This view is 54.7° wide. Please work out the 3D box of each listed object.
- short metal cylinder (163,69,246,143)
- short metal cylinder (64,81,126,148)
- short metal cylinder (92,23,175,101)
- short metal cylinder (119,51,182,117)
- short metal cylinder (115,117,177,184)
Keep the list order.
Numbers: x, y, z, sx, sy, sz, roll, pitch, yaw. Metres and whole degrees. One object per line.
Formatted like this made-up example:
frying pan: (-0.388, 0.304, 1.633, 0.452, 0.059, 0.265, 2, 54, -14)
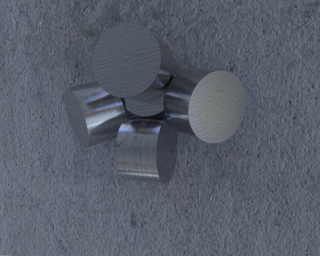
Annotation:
short metal cylinder: (0.051, -0.027, 0.356, 0.050, 0.081, 0.079, 22, 99, 57)
short metal cylinder: (-0.086, -0.019, 0.405, 0.080, 0.050, 0.079, 39, 139, 45)
short metal cylinder: (-0.028, -0.072, 0.352, 0.080, 0.050, 0.079, 0, 90, 19)
short metal cylinder: (-0.009, -0.054, 0.399, 0.080, 0.050, 0.079, 0, 90, 19)
short metal cylinder: (-0.014, 0.026, 0.384, 0.050, 0.080, 0.079, 2, 91, 20)
